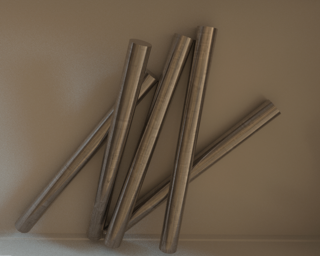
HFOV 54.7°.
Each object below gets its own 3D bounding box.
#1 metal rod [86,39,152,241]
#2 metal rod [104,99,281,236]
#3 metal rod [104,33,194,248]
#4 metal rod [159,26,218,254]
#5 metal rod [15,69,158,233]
[{"bbox_3d":[-0.060,0.034,0.403,0.025,0.025,0.298,14,117,-6],"label":"metal rod"},{"bbox_3d":[0.037,0.066,0.435,0.300,0.025,0.025,-40,106,13],"label":"metal rod"},{"bbox_3d":[-0.019,0.027,0.406,0.025,0.025,0.298,18,104,-7],"label":"metal rod"},{"bbox_3d":[0.034,0.024,0.400,0.025,0.025,0.298,8,103,-3],"label":"metal rod"},{"bbox_3d":[-0.108,0.040,0.424,0.025,0.025,0.299,39,105,-13],"label":"metal rod"}]
